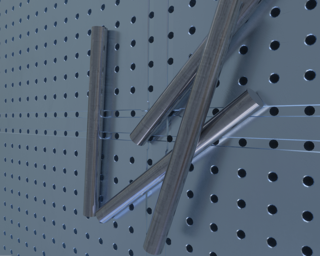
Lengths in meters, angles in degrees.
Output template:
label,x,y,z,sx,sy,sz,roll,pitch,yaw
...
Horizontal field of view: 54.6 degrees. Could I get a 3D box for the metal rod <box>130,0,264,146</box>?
label,x,y,z,sx,sy,sz,roll,pitch,yaw
metal rod,0.053,-0.086,0.366,0.299,0.025,0.025,-50,61,28

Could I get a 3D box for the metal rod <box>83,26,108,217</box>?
label,x,y,z,sx,sy,sz,roll,pitch,yaw
metal rod,-0.104,-0.009,0.496,0.025,0.025,0.298,6,94,40

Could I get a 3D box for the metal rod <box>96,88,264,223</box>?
label,x,y,z,sx,sy,sz,roll,pitch,yaw
metal rod,0.006,0.052,0.405,0.299,0.025,0.025,-42,65,32

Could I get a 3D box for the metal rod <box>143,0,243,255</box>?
label,x,y,z,sx,sy,sz,roll,pitch,yaw
metal rod,0.032,0.009,0.349,0.025,0.025,0.298,26,106,37
